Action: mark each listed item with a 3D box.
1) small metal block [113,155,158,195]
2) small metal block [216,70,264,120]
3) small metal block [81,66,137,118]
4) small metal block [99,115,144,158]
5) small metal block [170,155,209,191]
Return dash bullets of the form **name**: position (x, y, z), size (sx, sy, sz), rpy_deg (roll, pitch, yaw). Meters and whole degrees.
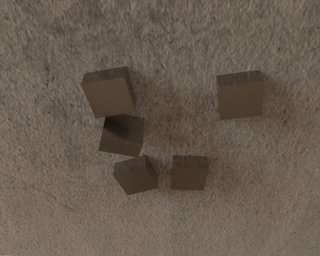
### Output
- **small metal block**: position (-0.036, 0.072, 0.468), size (0.050, 0.025, 0.050), rpy_deg (-16, 129, 13)
- **small metal block**: position (0.096, -0.039, 0.375), size (0.050, 0.025, 0.050), rpy_deg (-7, 130, 5)
- **small metal block**: position (-0.059, -0.042, 0.371), size (0.050, 0.025, 0.050), rpy_deg (-9, 130, 7)
- **small metal block**: position (-0.048, 0.007, 0.396), size (0.050, 0.050, 0.025), rpy_deg (11, 129, -10)
- **small metal block**: position (0.043, 0.068, 0.466), size (0.050, 0.025, 0.050), rpy_deg (2, 130, -3)
